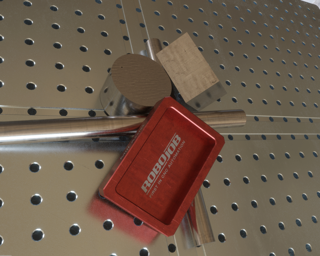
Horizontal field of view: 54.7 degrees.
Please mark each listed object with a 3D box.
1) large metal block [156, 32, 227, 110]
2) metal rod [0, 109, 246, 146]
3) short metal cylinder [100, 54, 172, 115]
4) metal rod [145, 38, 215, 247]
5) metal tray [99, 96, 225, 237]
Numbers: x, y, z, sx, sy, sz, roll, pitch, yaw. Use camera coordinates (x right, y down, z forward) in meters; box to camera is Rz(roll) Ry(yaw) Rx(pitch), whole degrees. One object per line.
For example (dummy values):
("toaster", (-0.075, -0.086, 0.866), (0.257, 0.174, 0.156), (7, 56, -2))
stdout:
("large metal block", (0.047, -0.075, 0.438), (0.080, 0.050, 0.080), (60, 14, 14))
("metal rod", (-0.027, -0.004, 0.375), (0.303, 0.025, 0.025), (-4, 64, -22))
("short metal cylinder", (-0.032, -0.049, 0.404), (0.081, 0.050, 0.080), (14, 56, -21))
("metal rod", (0.020, 0.001, 0.418), (0.025, 0.025, 0.299), (1, 62, -28))
("metal tray", (0.005, 0.041, 0.349), (0.090, 0.030, 0.130), (37, 71, -12))
